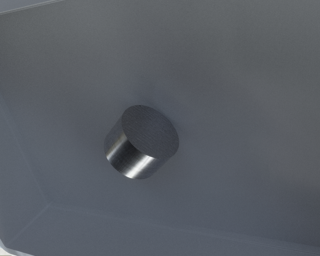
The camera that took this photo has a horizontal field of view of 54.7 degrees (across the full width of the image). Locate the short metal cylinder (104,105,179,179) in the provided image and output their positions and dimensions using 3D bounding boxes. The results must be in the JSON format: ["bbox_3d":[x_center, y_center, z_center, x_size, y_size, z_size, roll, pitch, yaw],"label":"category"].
[{"bbox_3d":[-0.023,0.018,0.392,0.080,0.080,0.050,41,129,-1],"label":"short metal cylinder"}]
